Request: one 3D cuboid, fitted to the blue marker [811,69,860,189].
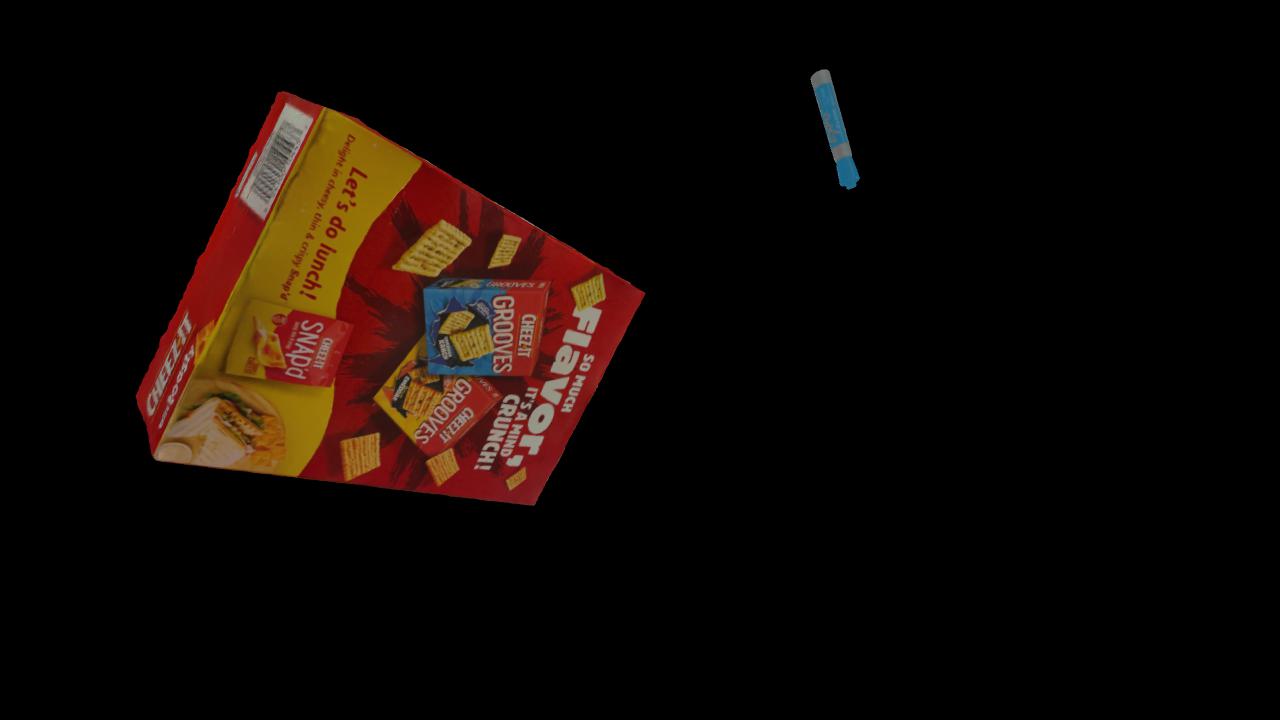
[{"bbox_3d":[0.190,-0.223,0.597,0.020,0.121,0.020,-12,-9,-2],"label":"blue marker"}]

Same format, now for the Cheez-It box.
[{"bbox_3d":[-0.116,-0.013,0.347,0.071,0.166,0.223,32,6,40],"label":"Cheez-It box"}]
